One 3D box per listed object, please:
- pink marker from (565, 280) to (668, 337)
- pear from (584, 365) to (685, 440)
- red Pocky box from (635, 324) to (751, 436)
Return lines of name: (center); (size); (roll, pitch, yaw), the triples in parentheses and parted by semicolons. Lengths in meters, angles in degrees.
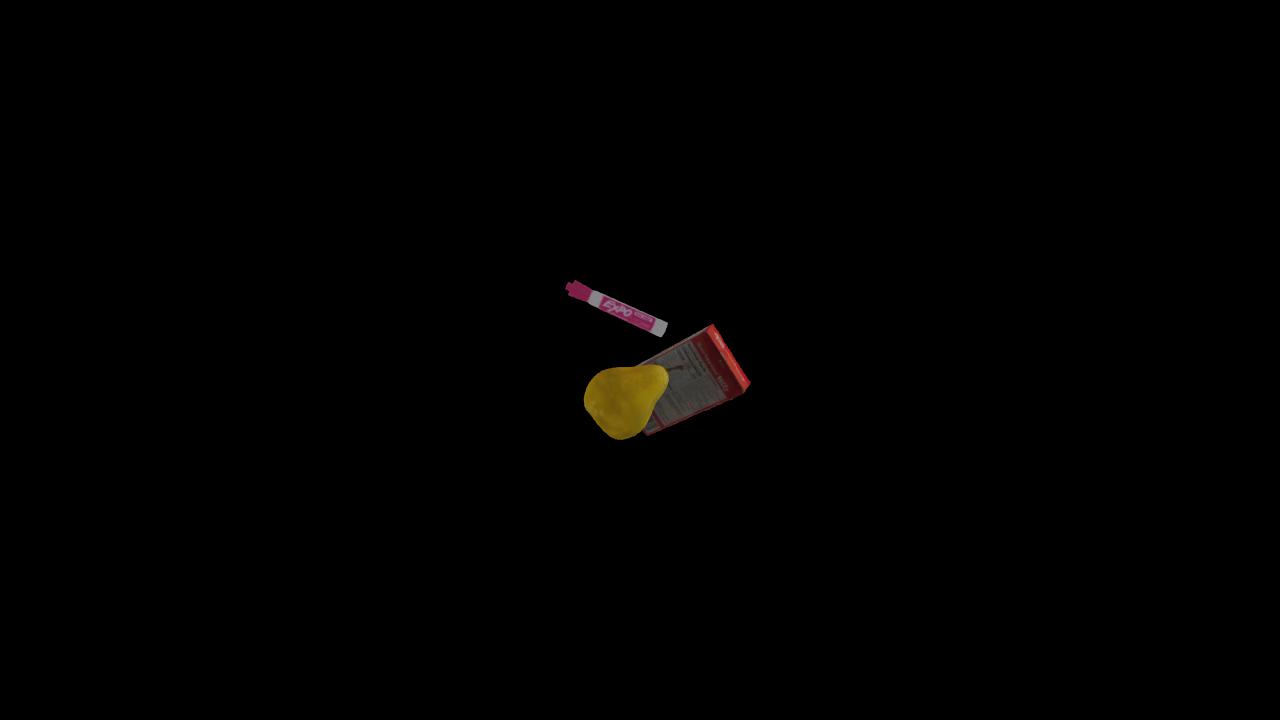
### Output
pink marker: (-0.027, -0.058, 0.690); (0.121, 0.020, 0.020); (24, -3, -7)
pear: (-0.006, 0.031, 0.668); (0.111, 0.080, 0.080); (-42, 4, -4)
red Pocky box: (0.045, 0.027, 0.716); (0.155, 0.083, 0.028); (-29, 5, 38)
